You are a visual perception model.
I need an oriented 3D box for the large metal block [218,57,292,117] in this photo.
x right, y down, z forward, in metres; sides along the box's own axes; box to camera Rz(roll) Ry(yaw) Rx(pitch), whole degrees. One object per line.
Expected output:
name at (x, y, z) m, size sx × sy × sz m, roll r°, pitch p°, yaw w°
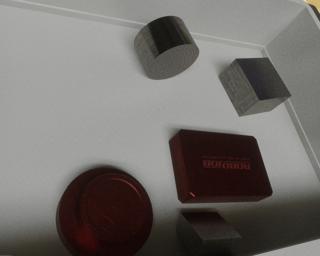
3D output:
large metal block at (0.158, -0.070, 0.520) m, size 0.081 × 0.050 × 0.080 m, roll -10°, pitch 67°, yaw -33°

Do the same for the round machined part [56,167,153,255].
round machined part at (-0.052, 0.085, 0.316) m, size 0.099 × 0.042 × 0.098 m, roll 14°, pitch 56°, yaw -21°

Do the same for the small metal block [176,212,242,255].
small metal block at (0.053, 0.119, 0.346) m, size 0.050 × 0.025 × 0.050 m, roll 6°, pitch 16°, yaw -26°

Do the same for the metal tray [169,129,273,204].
metal tray at (0.082, 0.052, 0.417) m, size 0.131 × 0.030 × 0.090 m, roll 5°, pitch 59°, yaw -26°

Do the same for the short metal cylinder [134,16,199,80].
short metal cylinder at (0.009, -0.113, 0.446) m, size 0.081 × 0.080 × 0.050 m, roll -12°, pitch 68°, yaw -34°
